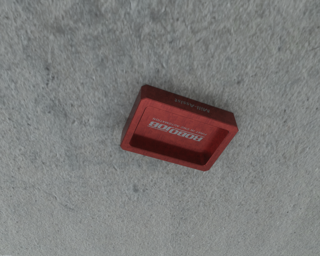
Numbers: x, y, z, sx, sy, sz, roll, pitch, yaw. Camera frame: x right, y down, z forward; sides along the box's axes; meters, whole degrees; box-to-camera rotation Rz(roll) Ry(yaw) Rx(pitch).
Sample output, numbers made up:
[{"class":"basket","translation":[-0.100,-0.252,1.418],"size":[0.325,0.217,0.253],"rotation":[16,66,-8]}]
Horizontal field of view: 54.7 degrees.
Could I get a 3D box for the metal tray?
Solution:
[{"class":"metal tray","translation":[0.023,0.004,0.407],"size":[0.131,0.030,0.089],"rotation":[17,128,-14]}]
